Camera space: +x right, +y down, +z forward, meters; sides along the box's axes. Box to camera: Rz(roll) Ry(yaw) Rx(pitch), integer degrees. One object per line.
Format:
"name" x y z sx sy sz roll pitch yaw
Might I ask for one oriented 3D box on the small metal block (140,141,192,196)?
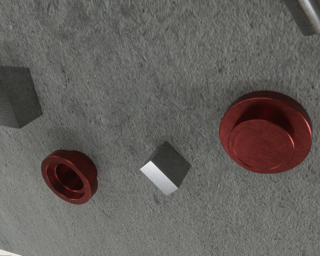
"small metal block" 0.009 0.053 0.418 0.050 0.050 0.025 45 129 -4

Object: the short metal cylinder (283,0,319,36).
"short metal cylinder" 0.134 -0.113 0.231 0.080 0.080 0.050 -27 104 37

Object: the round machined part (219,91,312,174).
"round machined part" 0.114 0.012 0.343 0.098 0.042 0.097 13 124 20

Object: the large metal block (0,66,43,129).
"large metal block" -0.242 -0.050 0.484 0.080 0.050 0.079 8 122 23

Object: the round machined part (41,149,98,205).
"round machined part" -0.145 0.076 0.517 0.098 0.042 0.097 13 124 20
